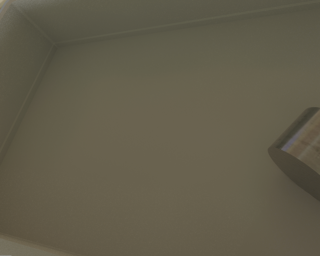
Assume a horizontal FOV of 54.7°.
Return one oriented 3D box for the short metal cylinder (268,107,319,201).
[{"bbox_3d":[0.146,0.027,0.277,0.050,0.080,0.080,-46,51,-3],"label":"short metal cylinder"}]
